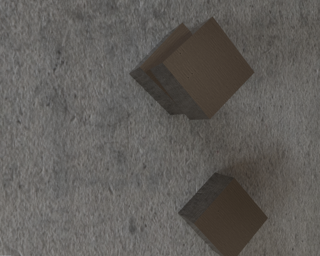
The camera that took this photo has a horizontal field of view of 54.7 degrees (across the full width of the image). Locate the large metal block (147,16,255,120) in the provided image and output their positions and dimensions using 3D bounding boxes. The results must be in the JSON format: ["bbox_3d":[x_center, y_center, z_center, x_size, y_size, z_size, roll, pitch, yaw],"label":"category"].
[{"bbox_3d":[0.047,-0.066,0.361,0.080,0.050,0.080,-45,105,-15],"label":"large metal block"}]

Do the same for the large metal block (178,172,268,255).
[{"bbox_3d":[0.087,0.122,0.430,0.080,0.050,0.080,-44,104,-15],"label":"large metal block"}]

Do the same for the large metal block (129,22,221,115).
[{"bbox_3d":[0.021,-0.074,0.405,0.080,0.050,0.080,45,76,-15],"label":"large metal block"}]
